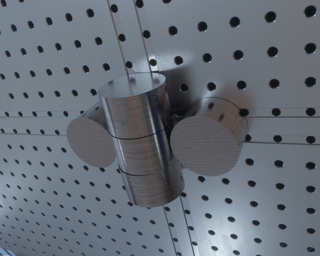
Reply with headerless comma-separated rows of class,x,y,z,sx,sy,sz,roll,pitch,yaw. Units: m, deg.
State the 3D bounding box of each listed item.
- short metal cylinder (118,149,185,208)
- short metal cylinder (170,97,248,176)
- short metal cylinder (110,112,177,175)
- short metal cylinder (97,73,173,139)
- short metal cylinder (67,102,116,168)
short metal cylinder,-0.010,0.061,0.417,0.080,0.080,0.050,1,119,27
short metal cylinder,0.059,0.010,0.368,0.080,0.050,0.079,13,124,20
short metal cylinder,-0.019,0.016,0.393,0.080,0.080,0.050,2,119,27
short metal cylinder,-0.028,-0.029,0.370,0.080,0.080,0.050,3,120,26
short metal cylinder,-0.084,0.010,0.442,0.080,0.050,0.079,13,124,20
